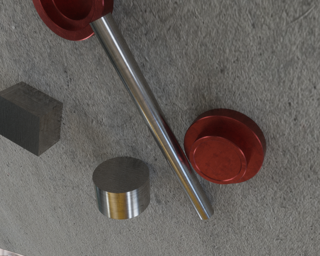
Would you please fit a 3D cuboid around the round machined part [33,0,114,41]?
[{"bbox_3d":[-0.094,-0.153,0.351,0.098,0.042,0.097,13,124,21],"label":"round machined part"}]

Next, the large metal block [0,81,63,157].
[{"bbox_3d":[-0.206,-0.015,0.490,0.080,0.050,0.079,28,128,10],"label":"large metal block"}]

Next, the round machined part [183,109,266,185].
[{"bbox_3d":[0.074,0.029,0.375,0.098,0.042,0.097,13,124,20],"label":"round machined part"}]

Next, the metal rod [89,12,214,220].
[{"bbox_3d":[0.002,0.005,0.383,0.025,0.025,0.299,-11,121,32],"label":"metal rod"}]

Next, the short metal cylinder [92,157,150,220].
[{"bbox_3d":[-0.055,0.086,0.453,0.080,0.080,0.050,13,124,21],"label":"short metal cylinder"}]
